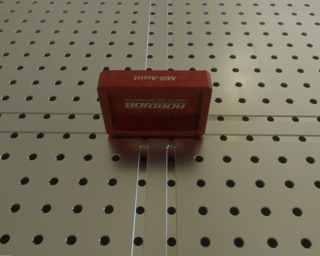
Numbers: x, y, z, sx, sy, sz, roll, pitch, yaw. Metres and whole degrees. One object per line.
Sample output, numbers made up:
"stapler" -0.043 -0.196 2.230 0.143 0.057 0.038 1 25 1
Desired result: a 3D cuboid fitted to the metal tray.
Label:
"metal tray" -0.006 -0.029 0.389 0.131 0.090 0.030 0 50 0
